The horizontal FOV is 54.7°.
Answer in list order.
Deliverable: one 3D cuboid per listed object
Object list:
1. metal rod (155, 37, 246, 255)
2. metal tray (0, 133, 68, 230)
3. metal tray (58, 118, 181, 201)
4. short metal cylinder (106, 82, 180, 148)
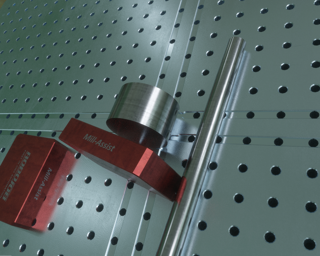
[{"bbox_3d":[0.055,0.014,0.370,0.025,0.025,0.300,8,65,31],"label":"metal rod"},{"bbox_3d":[-0.206,0.076,0.467,0.090,0.030,0.130,6,65,31],"label":"metal tray"},{"bbox_3d":[-0.047,0.036,0.368,0.130,0.090,0.030,19,72,35],"label":"metal tray"},{"bbox_3d":[-0.021,-0.014,0.393,0.080,0.080,0.050,6,65,31],"label":"short metal cylinder"}]
